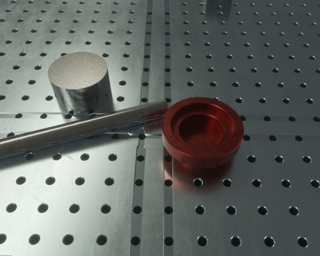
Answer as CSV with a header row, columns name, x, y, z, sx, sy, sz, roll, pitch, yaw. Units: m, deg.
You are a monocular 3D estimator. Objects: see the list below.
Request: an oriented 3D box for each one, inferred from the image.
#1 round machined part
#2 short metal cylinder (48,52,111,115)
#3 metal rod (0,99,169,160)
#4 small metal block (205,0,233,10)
name,x,y,z,sx,sy,sz,roll,pitch,yaw
round machined part,0.051,0.010,0.389,0.099,0.042,0.098,0,50,0
short metal cylinder,-0.113,-0.065,0.444,0.081,0.050,0.080,0,50,0
metal rod,-0.134,0.010,0.397,0.302,0.025,0.025,-15,52,-13
small metal block,0.118,-0.265,0.632,0.050,0.025,0.050,1,50,0
